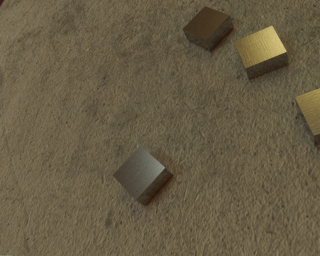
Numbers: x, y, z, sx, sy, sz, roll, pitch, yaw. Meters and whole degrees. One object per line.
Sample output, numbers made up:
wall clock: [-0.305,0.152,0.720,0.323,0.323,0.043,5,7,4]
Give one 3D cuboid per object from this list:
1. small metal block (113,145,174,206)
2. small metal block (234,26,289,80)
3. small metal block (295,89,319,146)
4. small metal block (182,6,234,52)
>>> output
small metal block: [-0.021,0.058,0.379,0.050,0.025,0.050,-48,51,-6]
small metal block: [0.129,-0.096,0.395,0.050,0.025,0.050,-21,54,15]
small metal block: [0.176,-0.015,0.321,0.050,0.025,0.050,-20,54,16]
small metal block: [0.071,-0.147,0.457,0.050,0.025,0.050,-47,51,-5]
